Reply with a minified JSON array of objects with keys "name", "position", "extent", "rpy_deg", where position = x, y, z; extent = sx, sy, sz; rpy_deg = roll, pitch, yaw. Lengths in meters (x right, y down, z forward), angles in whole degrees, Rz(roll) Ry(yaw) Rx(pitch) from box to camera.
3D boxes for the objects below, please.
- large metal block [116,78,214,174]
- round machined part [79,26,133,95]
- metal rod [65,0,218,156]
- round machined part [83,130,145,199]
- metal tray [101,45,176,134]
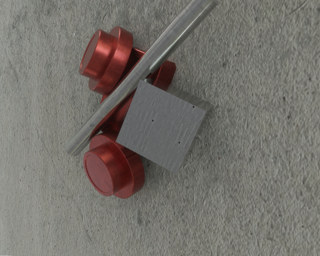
[{"name":"large metal block","position":[0.006,-0.006,0.366],"extent":[0.080,0.050,0.079],"rpy_deg":[27,108,11]},{"name":"round machined part","position":[-0.080,-0.099,0.435],"extent":[0.098,0.042,0.098],"rpy_deg":[-41,37,42]},{"name":"metal rod","position":[-0.042,-0.053,0.402],"extent":[0.299,0.025,0.025],"rpy_deg":[-42,65,31]},{"name":"round machined part","position":[-0.070,0.055,0.431],"extent":[0.098,0.042,0.097],"rpy_deg":[24,127,37]},{"name":"metal tray","position":[-0.038,-0.043,0.435],"extent":[0.090,0.030,0.129],"rpy_deg":[31,109,35]}]
